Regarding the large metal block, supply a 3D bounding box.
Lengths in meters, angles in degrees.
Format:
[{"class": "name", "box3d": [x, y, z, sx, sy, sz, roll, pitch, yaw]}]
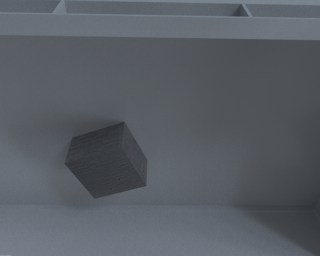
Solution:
[{"class": "large metal block", "box3d": [-0.071, 0.047, 0.432, 0.080, 0.050, 0.080, -16, 129, 13]}]
